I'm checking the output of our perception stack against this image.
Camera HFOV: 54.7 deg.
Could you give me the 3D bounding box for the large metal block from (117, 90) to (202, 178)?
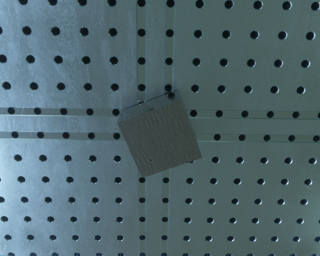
[{"bbox_3d":[0.001,0.007,0.400,0.080,0.050,0.080,-20,109,6],"label":"large metal block"}]
